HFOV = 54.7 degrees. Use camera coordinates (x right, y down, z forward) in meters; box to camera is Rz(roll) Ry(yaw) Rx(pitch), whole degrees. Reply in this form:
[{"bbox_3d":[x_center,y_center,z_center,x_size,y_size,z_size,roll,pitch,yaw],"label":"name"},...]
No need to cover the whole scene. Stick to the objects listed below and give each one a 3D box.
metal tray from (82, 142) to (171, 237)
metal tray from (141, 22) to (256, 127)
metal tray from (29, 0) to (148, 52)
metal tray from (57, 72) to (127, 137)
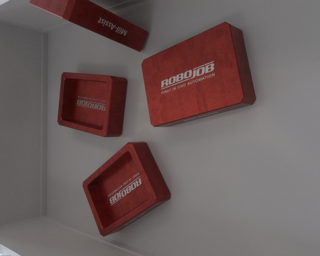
[{"bbox_3d":[-0.054,0.089,0.447,0.129,0.030,0.090,-40,66,32],"label":"metal tray"},{"bbox_3d":[0.040,-0.057,0.371,0.130,0.030,0.090,-15,81,39],"label":"metal tray"},{"bbox_3d":[-0.089,-0.145,0.411,0.090,0.131,0.030,32,104,35],"label":"metal tray"},{"bbox_3d":[-0.112,-0.040,0.496,0.130,0.030,0.089,12,97,39],"label":"metal tray"}]
